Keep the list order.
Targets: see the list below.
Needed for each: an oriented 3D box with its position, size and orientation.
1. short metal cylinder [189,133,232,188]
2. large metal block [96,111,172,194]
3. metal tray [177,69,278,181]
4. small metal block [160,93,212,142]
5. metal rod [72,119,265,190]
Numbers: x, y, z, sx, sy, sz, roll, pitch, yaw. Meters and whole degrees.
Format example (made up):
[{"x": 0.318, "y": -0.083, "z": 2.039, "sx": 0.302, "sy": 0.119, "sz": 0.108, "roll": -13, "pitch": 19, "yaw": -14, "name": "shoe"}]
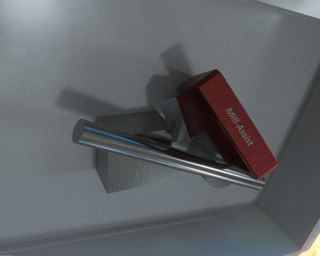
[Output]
[{"x": 0.090, "y": 0.043, "z": 0.469, "sx": 0.081, "sy": 0.050, "sz": 0.079, "roll": -14, "pitch": 125, "yaw": -21, "name": "short metal cylinder"}, {"x": -0.034, "y": 0.028, "z": 0.391, "sx": 0.081, "sy": 0.050, "sz": 0.079, "roll": -8, "pitch": 122, "yaw": -25, "name": "large metal block"}, {"x": 0.077, "y": -0.005, "z": 0.374, "sx": 0.030, "sy": 0.090, "sz": 0.130, "roll": -36, "pitch": 100, "yaw": -6, "name": "metal tray"}, {"x": 0.032, "y": -0.015, "z": 0.373, "sx": 0.050, "sy": 0.025, "sz": 0.050, "roll": -23, "pitch": 96, "yaw": -48, "name": "small metal block"}, {"x": 0.036, "y": 0.043, "z": 0.389, "sx": 0.302, "sy": 0.025, "sz": 0.025, "roll": 19, "pitch": 108, "yaw": -36, "name": "metal rod"}]
